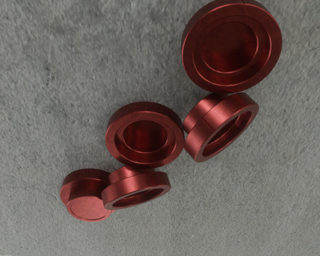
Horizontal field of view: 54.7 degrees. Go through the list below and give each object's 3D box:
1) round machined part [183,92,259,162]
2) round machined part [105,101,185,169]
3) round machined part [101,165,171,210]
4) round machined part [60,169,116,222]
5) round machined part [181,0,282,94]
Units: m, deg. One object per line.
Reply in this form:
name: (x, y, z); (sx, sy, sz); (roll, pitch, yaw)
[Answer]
round machined part: (0.066, -0.007, 0.370); (0.099, 0.042, 0.098); (-33, 156, -17)
round machined part: (-0.019, 0.005, 0.400); (0.099, 0.042, 0.097); (0, 130, 0)
round machined part: (-0.036, 0.081, 0.447); (0.099, 0.042, 0.098); (-16, 157, -7)
round machined part: (-0.109, 0.112, 0.490); (0.099, 0.042, 0.097); (0, 130, 0)
round machined part: (0.071, -0.088, 0.323); (0.099, 0.042, 0.097); (-1, 130, 0)
